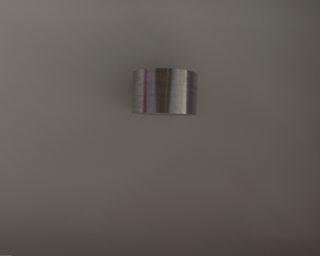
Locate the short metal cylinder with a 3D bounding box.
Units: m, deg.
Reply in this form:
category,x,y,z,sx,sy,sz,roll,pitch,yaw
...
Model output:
category,x,y,z,sx,sy,sz,roll,pitch,yaw
short metal cylinder,0.006,-0.042,0.384,0.080,0.080,0.050,2,90,0
